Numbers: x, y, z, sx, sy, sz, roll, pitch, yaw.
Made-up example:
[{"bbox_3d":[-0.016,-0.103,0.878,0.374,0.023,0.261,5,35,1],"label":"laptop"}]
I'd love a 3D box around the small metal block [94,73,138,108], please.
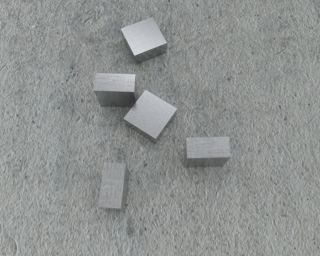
[{"bbox_3d":[-0.057,-0.049,0.412,0.050,0.050,0.025,2,70,1],"label":"small metal block"}]

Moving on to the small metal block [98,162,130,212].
[{"bbox_3d":[-0.053,0.072,0.368,0.025,0.050,0.050,4,70,1],"label":"small metal block"}]

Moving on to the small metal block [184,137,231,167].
[{"bbox_3d":[0.056,0.031,0.384,0.050,0.050,0.025,-1,70,-1],"label":"small metal block"}]

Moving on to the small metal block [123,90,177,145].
[{"bbox_3d":[-0.012,-0.015,0.413,0.050,0.025,0.050,32,73,11],"label":"small metal block"}]

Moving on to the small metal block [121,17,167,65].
[{"bbox_3d":[-0.023,-0.128,0.454,0.050,0.025,0.050,-24,72,-9],"label":"small metal block"}]
